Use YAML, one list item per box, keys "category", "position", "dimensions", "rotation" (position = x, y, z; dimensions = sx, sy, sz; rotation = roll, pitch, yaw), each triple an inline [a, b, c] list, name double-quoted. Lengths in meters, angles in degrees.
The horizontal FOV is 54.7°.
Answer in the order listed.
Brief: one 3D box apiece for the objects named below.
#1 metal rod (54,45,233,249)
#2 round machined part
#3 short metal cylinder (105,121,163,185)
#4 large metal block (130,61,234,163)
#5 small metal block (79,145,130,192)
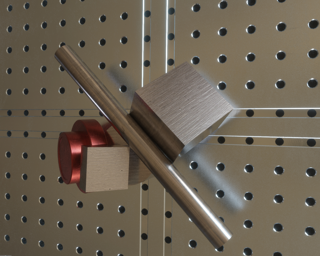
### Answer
- category: "metal rod"
  position: [-0.028, 0.012, 0.365]
  dimensions: [0.025, 0.025, 0.300]
  rotation: [-45, 76, 14]
- category: "round machined part"
  position: [-0.106, 0.038, 0.409]
  dimensions: [0.098, 0.042, 0.097]
  rotation: [10, 102, 57]
- category: "short metal cylinder"
  position: [-0.032, 0.031, 0.406]
  dimensions: [0.080, 0.050, 0.079]
  rotation: [0, 90, 20]
- category: "large metal block"
  position: [0.023, -0.020, 0.364]
  dimensions: [0.080, 0.050, 0.080]
  rotation: [-35, 75, -28]
- category: "small metal block"
  position: [-0.065, 0.046, 0.363]
  dimensions: [0.025, 0.050, 0.050]
  rotation: [5, 93, 60]
